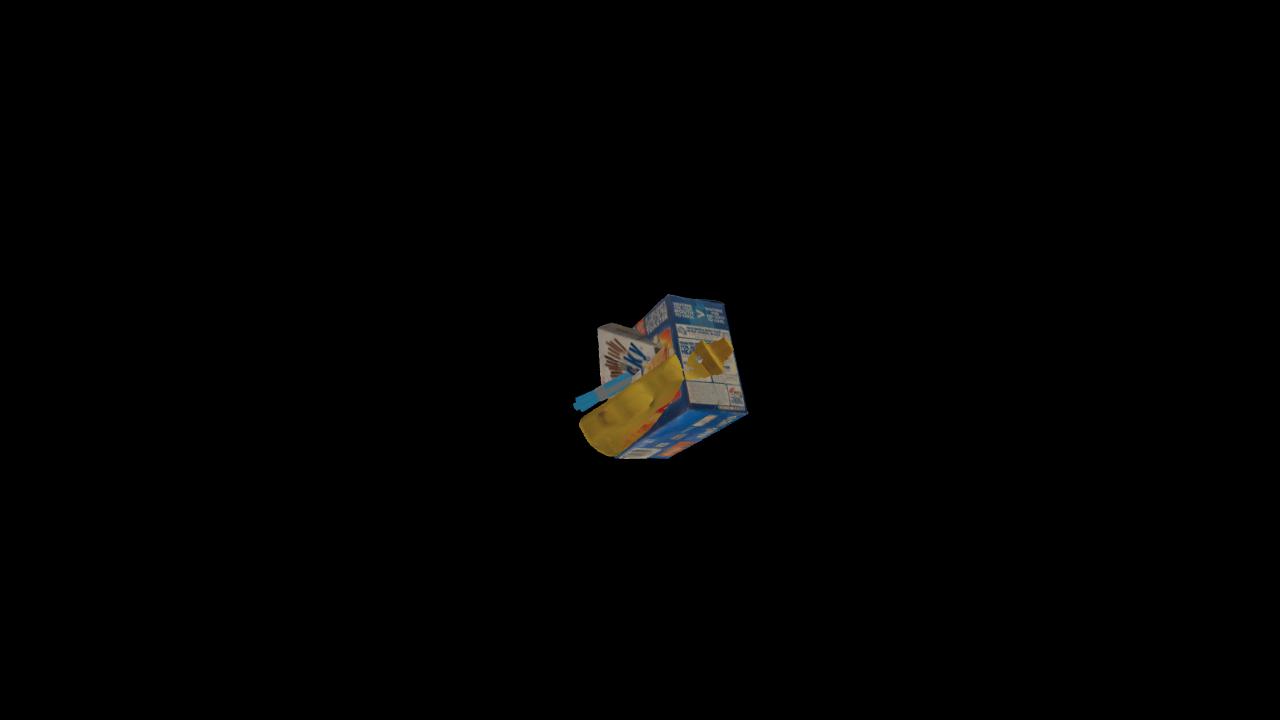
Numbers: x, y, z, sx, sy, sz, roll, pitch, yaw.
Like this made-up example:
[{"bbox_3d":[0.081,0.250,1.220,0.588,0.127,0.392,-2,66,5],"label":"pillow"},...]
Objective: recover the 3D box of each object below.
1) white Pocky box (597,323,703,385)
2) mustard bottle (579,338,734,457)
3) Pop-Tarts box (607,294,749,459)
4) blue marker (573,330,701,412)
[{"bbox_3d":[0.014,0.013,0.716,0.154,0.084,0.028,19,31,38],"label":"white Pocky box"},{"bbox_3d":[0.025,0.035,0.678,0.184,0.054,0.092,-36,-27,10],"label":"mustard bottle"},{"bbox_3d":[0.034,0.027,0.730,0.083,0.141,0.167,6,-28,-31],"label":"Pop-Tarts box"},{"bbox_3d":[-0.024,0.028,0.727,0.121,0.020,0.020,-27,8,-16],"label":"blue marker"}]
